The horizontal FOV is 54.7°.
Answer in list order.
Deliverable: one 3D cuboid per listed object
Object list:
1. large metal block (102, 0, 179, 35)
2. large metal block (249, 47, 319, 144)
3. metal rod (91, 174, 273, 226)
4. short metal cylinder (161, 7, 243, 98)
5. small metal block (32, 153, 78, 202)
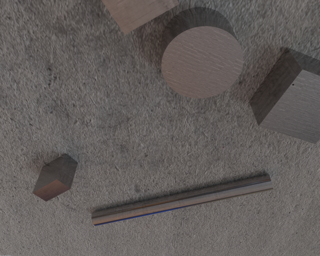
[{"bbox_3d":[-0.027,-0.138,0.254,0.050,0.080,0.080,-24,126,19],"label":"large metal block"},{"bbox_3d":[0.166,-0.036,0.362,0.081,0.050,0.079,16,128,-14],"label":"large metal block"},{"bbox_3d":[0.029,0.121,0.510,0.301,0.025,0.025,-15,129,12],"label":"metal rod"},{"bbox_3d":[0.042,-0.078,0.325,0.081,0.050,0.079,0,130,0],"label":"short metal cylinder"},{"bbox_3d":[-0.151,0.072,0.450,0.050,0.050,0.025,-29,125,22],"label":"small metal block"}]
